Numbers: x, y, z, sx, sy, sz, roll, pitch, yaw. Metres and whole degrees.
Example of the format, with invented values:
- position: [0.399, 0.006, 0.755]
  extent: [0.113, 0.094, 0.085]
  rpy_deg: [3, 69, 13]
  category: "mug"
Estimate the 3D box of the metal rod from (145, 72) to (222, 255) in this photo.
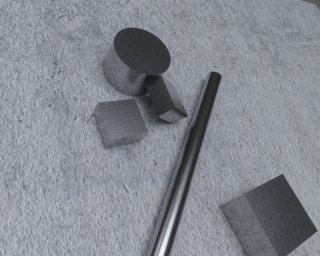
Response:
- position: [0.042, 0.028, 0.411]
  extent: [0.025, 0.025, 0.300]
  rpy_deg: [30, 52, -9]
  category: "metal rod"

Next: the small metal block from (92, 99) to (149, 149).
- position: [-0.049, -0.006, 0.382]
  extent: [0.050, 0.025, 0.050]
  rpy_deg: [-10, 67, -33]
  category: "small metal block"

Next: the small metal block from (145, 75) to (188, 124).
- position: [0.009, -0.037, 0.417]
  extent: [0.050, 0.025, 0.050]
  rpy_deg: [24, 41, -64]
  category: "small metal block"

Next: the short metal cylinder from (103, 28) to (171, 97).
- position: [-0.032, -0.090, 0.427]
  extent: [0.081, 0.050, 0.080]
  rpy_deg: [14, 56, -21]
  category: "short metal cylinder"

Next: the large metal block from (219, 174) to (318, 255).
- position: [0.137, 0.115, 0.394]
  extent: [0.081, 0.050, 0.080]
  rpy_deg: [-15, 70, -35]
  category: "large metal block"
